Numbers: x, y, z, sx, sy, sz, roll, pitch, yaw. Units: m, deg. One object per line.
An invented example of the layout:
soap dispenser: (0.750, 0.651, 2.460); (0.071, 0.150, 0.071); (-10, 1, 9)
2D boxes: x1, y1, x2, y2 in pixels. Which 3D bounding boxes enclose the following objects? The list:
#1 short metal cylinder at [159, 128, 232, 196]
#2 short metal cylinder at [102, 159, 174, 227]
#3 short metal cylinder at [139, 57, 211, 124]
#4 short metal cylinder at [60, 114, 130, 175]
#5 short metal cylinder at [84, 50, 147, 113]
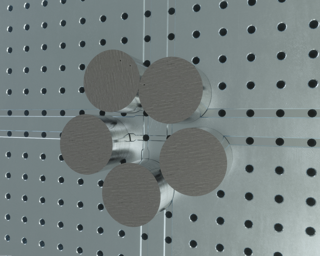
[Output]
short metal cylinder: (0.046, 0.039, 0.382); (0.080, 0.050, 0.079); (1, 92, 19)
short metal cylinder: (-0.028, 0.083, 0.408); (0.080, 0.050, 0.080); (0, 90, 20)
short metal cylinder: (0.020, -0.045, 0.391); (0.080, 0.050, 0.079); (0, 90, 20)
short metal cylinder: (-0.089, 0.021, 0.431); (0.080, 0.050, 0.079); (0, 90, 20)
short metal cylinder: (-0.054, -0.060, 0.418); (0.080, 0.050, 0.079); (0, 90, 19)
